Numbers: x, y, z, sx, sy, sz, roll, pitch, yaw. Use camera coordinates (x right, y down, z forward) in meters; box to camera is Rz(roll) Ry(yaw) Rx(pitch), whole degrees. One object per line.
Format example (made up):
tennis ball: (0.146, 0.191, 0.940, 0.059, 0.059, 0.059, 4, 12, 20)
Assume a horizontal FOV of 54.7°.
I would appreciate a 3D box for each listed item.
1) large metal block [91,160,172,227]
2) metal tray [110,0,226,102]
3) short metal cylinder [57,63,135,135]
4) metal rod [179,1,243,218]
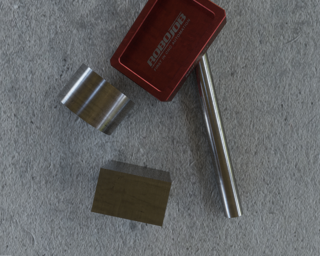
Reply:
large metal block: (-0.032, 0.076, 0.382, 0.080, 0.080, 0.050, 12, 90, 0)
metal tray: (0.010, -0.109, 0.389, 0.090, 0.030, 0.130, 37, 100, 9)
short metal cylinder: (-0.077, -0.035, 0.382, 0.080, 0.080, 0.050, 38, 90, 0)
metal rod: (0.065, -0.031, 0.410, 0.025, 0.025, 0.298, -13, 90, 0)
